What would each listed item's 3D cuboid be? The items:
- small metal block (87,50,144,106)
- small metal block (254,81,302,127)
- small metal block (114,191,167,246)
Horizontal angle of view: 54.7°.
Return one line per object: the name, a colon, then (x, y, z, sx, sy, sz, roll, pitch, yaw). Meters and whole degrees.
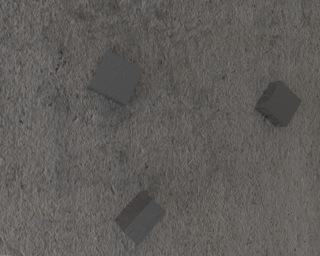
small metal block: (-0.056, -0.061, 0.388, 0.050, 0.025, 0.050, 27, 81, -18)
small metal block: (0.182, -0.036, 0.476, 0.050, 0.025, 0.050, 38, 78, -16)
small metal block: (-0.026, 0.110, 0.386, 0.050, 0.050, 0.025, -46, 105, -14)
